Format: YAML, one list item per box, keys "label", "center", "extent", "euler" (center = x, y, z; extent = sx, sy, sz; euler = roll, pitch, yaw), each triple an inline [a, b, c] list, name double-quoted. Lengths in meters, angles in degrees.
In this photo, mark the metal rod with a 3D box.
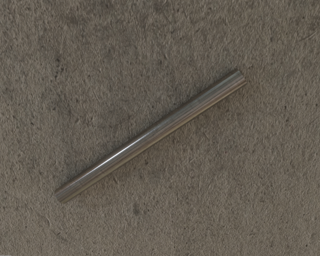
- label: "metal rod"
  center: [-0.020, 0.016, 0.417]
  extent: [0.300, 0.025, 0.025]
  euler: [-34, 107, 11]
